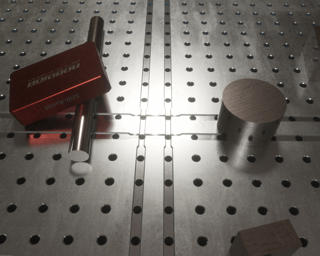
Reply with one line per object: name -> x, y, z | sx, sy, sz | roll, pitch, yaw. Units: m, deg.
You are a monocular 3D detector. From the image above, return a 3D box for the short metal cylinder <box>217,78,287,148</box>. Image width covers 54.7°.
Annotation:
short metal cylinder -> 0.119, -0.020, 0.410 | 0.081, 0.050, 0.080 | 0, 50, 0

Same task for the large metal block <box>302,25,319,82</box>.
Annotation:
large metal block -> 0.281, -0.115, 0.492 | 0.080, 0.050, 0.080 | 8, 50, 6

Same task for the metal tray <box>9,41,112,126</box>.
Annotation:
metal tray -> -0.141, -0.065, 0.434 | 0.131, 0.030, 0.090 | -23, 49, -1

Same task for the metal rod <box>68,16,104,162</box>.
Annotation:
metal rod -> -0.107, -0.080, 0.473 | 0.025, 0.025, 0.300 | -2, 50, -2

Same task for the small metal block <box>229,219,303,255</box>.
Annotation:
small metal block -> 0.099, 0.114, 0.297 | 0.050, 0.050, 0.025 | -10, 51, -9
